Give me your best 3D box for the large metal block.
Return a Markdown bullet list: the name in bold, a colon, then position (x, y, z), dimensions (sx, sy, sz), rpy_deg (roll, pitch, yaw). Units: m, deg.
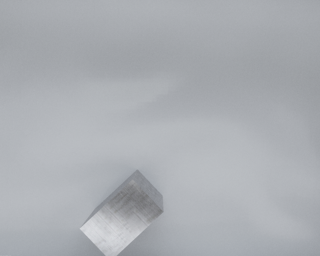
- **large metal block**: position (-0.043, 0.102, 0.383), dimensions (0.080, 0.080, 0.050), rpy_deg (-43, 91, 0)
